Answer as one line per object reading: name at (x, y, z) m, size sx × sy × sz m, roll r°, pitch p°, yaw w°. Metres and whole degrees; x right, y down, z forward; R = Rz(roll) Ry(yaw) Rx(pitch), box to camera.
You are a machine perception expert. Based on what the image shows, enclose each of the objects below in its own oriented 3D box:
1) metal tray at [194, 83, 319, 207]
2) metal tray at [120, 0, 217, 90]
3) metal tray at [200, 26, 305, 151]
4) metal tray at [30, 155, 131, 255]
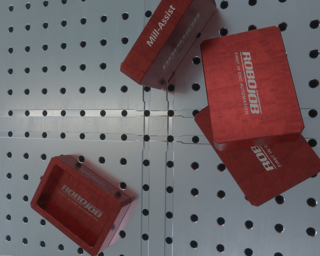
metal tray at (0.114, 0.014, 0.370) m, size 0.090 × 0.030 × 0.130 m, roll -36°, pitch 79°, yaw 16°
metal tray at (0.014, -0.110, 0.372) m, size 0.030 × 0.090 × 0.130 m, roll 37°, pitch 102°, yaw 12°
metal tray at (0.098, -0.045, 0.348) m, size 0.090 × 0.030 × 0.130 m, roll -9°, pitch 68°, yaw 12°
metal tray at (-0.118, 0.109, 0.452) m, size 0.130 × 0.030 × 0.090 m, roll 31°, pitch 100°, yaw 17°
